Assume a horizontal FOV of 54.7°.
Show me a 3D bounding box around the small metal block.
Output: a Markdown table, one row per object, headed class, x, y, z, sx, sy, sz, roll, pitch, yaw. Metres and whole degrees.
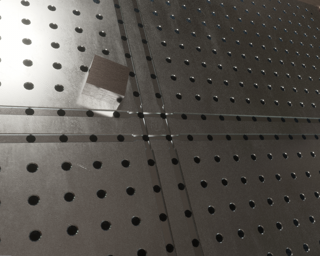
| class | x | y | z | sx | sy | sz | roll | pitch | yaw |
| --- | --- | --- | --- | --- | --- | --- | --- | --- | --- |
| small metal block | -0.071 | -0.063 | 0.410 | 0.050 | 0.025 | 0.050 | 19 | 54 | -18 |
